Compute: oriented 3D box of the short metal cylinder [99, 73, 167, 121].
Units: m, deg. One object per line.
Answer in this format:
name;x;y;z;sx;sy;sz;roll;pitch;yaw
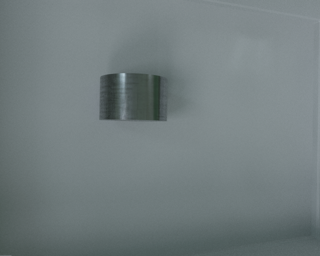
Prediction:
short metal cylinder;-0.031;-0.034;0.371;0.081;0.080;0.050;1;90;-20
